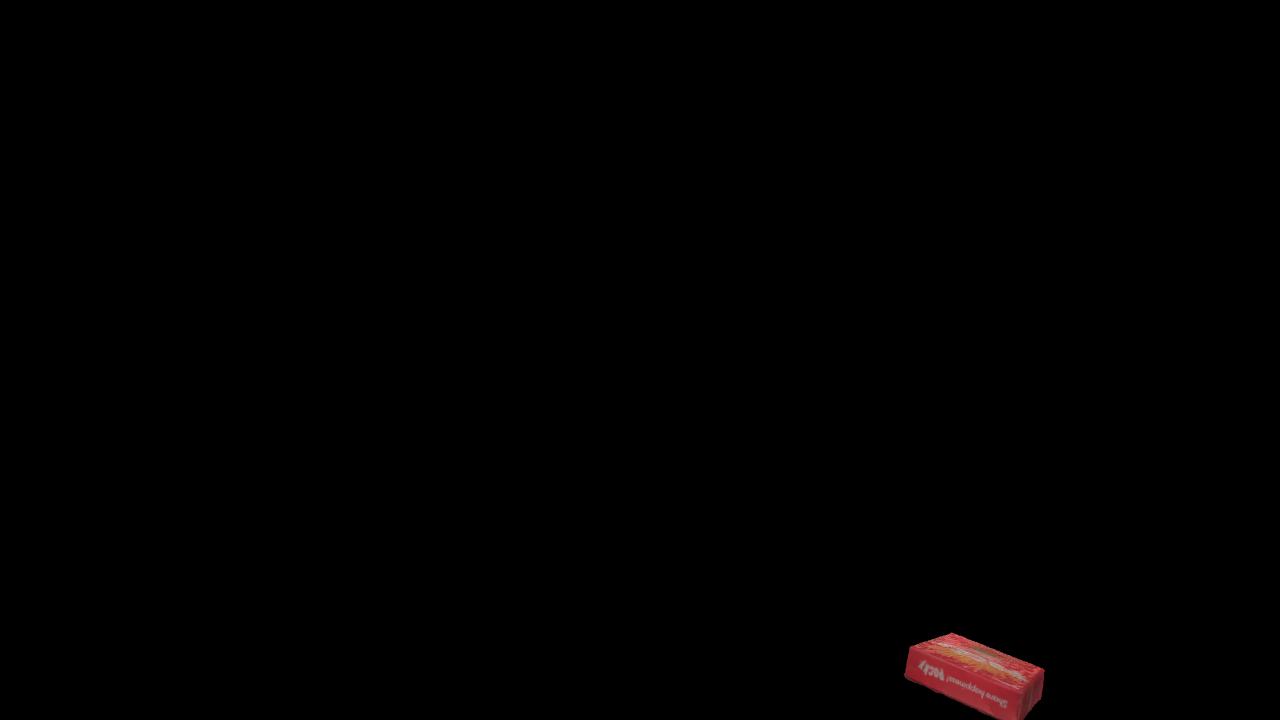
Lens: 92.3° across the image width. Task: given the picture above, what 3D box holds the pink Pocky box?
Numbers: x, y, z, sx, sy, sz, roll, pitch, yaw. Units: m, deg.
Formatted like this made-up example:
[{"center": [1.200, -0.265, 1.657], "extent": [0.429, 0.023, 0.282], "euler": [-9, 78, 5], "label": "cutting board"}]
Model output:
[{"center": [0.298, 0.275, 0.541], "extent": [0.084, 0.029, 0.155], "euler": [10, -9, 41], "label": "pink Pocky box"}]
